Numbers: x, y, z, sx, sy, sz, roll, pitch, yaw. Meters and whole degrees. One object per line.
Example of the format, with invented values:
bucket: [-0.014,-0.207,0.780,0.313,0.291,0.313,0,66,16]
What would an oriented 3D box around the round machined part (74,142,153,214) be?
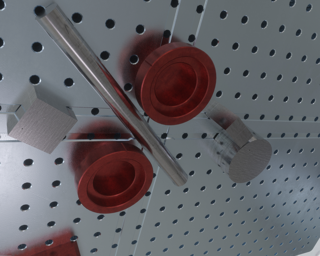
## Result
round machined part: [-0.062,0.060,0.403,0.099,0.042,0.097,-14,124,-21]

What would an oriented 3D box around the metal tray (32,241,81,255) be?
metal tray: [-0.177,0.227,0.452,0.131,0.030,0.089,-15,125,-20]

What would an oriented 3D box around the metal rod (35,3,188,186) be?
metal rod: [-0.037,-0.014,0.381,0.025,0.025,0.300,-38,129,-3]

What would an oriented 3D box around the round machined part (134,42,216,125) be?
round machined part: [0.015,-0.056,0.374,0.099,0.042,0.097,-14,124,-21]

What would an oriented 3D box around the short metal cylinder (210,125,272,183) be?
short metal cylinder: [0.127,0.040,0.489,0.081,0.050,0.079,-14,124,-21]

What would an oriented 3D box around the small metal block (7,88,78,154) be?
small metal block: [-0.128,-0.006,0.337,0.050,0.025,0.050,-50,129,7]

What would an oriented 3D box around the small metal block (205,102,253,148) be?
small metal block: [0.100,-0.005,0.446,0.025,0.050,0.050,-45,129,3]
